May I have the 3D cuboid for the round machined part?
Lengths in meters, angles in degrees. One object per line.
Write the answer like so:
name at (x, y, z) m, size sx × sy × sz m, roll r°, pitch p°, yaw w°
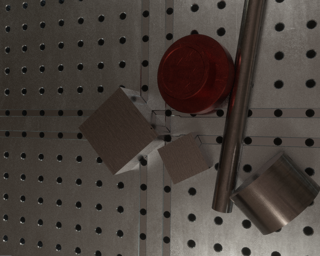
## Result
round machined part at (0.037, -0.066, 0.379) m, size 0.098 × 0.042 × 0.097 m, roll -1°, pitch 88°, yaw 32°

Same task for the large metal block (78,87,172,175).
large metal block at (-0.046, 0.004, 0.415) m, size 0.080 × 0.050 × 0.080 m, roll -42°, pitch 77°, yaw 15°

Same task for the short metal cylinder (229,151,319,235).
short metal cylinder at (0.124, 0.070, 0.340) m, size 0.080 × 0.080 × 0.050 m, roll -45°, pitch 77°, yaw 14°

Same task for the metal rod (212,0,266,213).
metal rod at (0.099, -0.046, 0.377) m, size 0.025 × 0.025 × 0.298 m, roll 9°, pitch 93°, yaw 19°

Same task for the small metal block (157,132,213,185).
small metal block at (0.032, 0.039, 0.401) m, size 0.050 × 0.025 × 0.050 m, roll -28°, pitch 81°, yaw 17°
